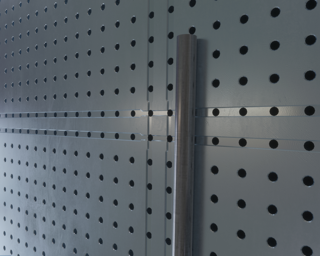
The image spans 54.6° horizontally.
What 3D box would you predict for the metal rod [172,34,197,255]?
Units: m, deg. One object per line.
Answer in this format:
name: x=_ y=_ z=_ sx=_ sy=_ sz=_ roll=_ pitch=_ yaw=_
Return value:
metal rod: x=0.030 y=0.037 z=0.385 sx=0.025 sy=0.025 sz=0.298 roll=2 pitch=91 yaw=40
